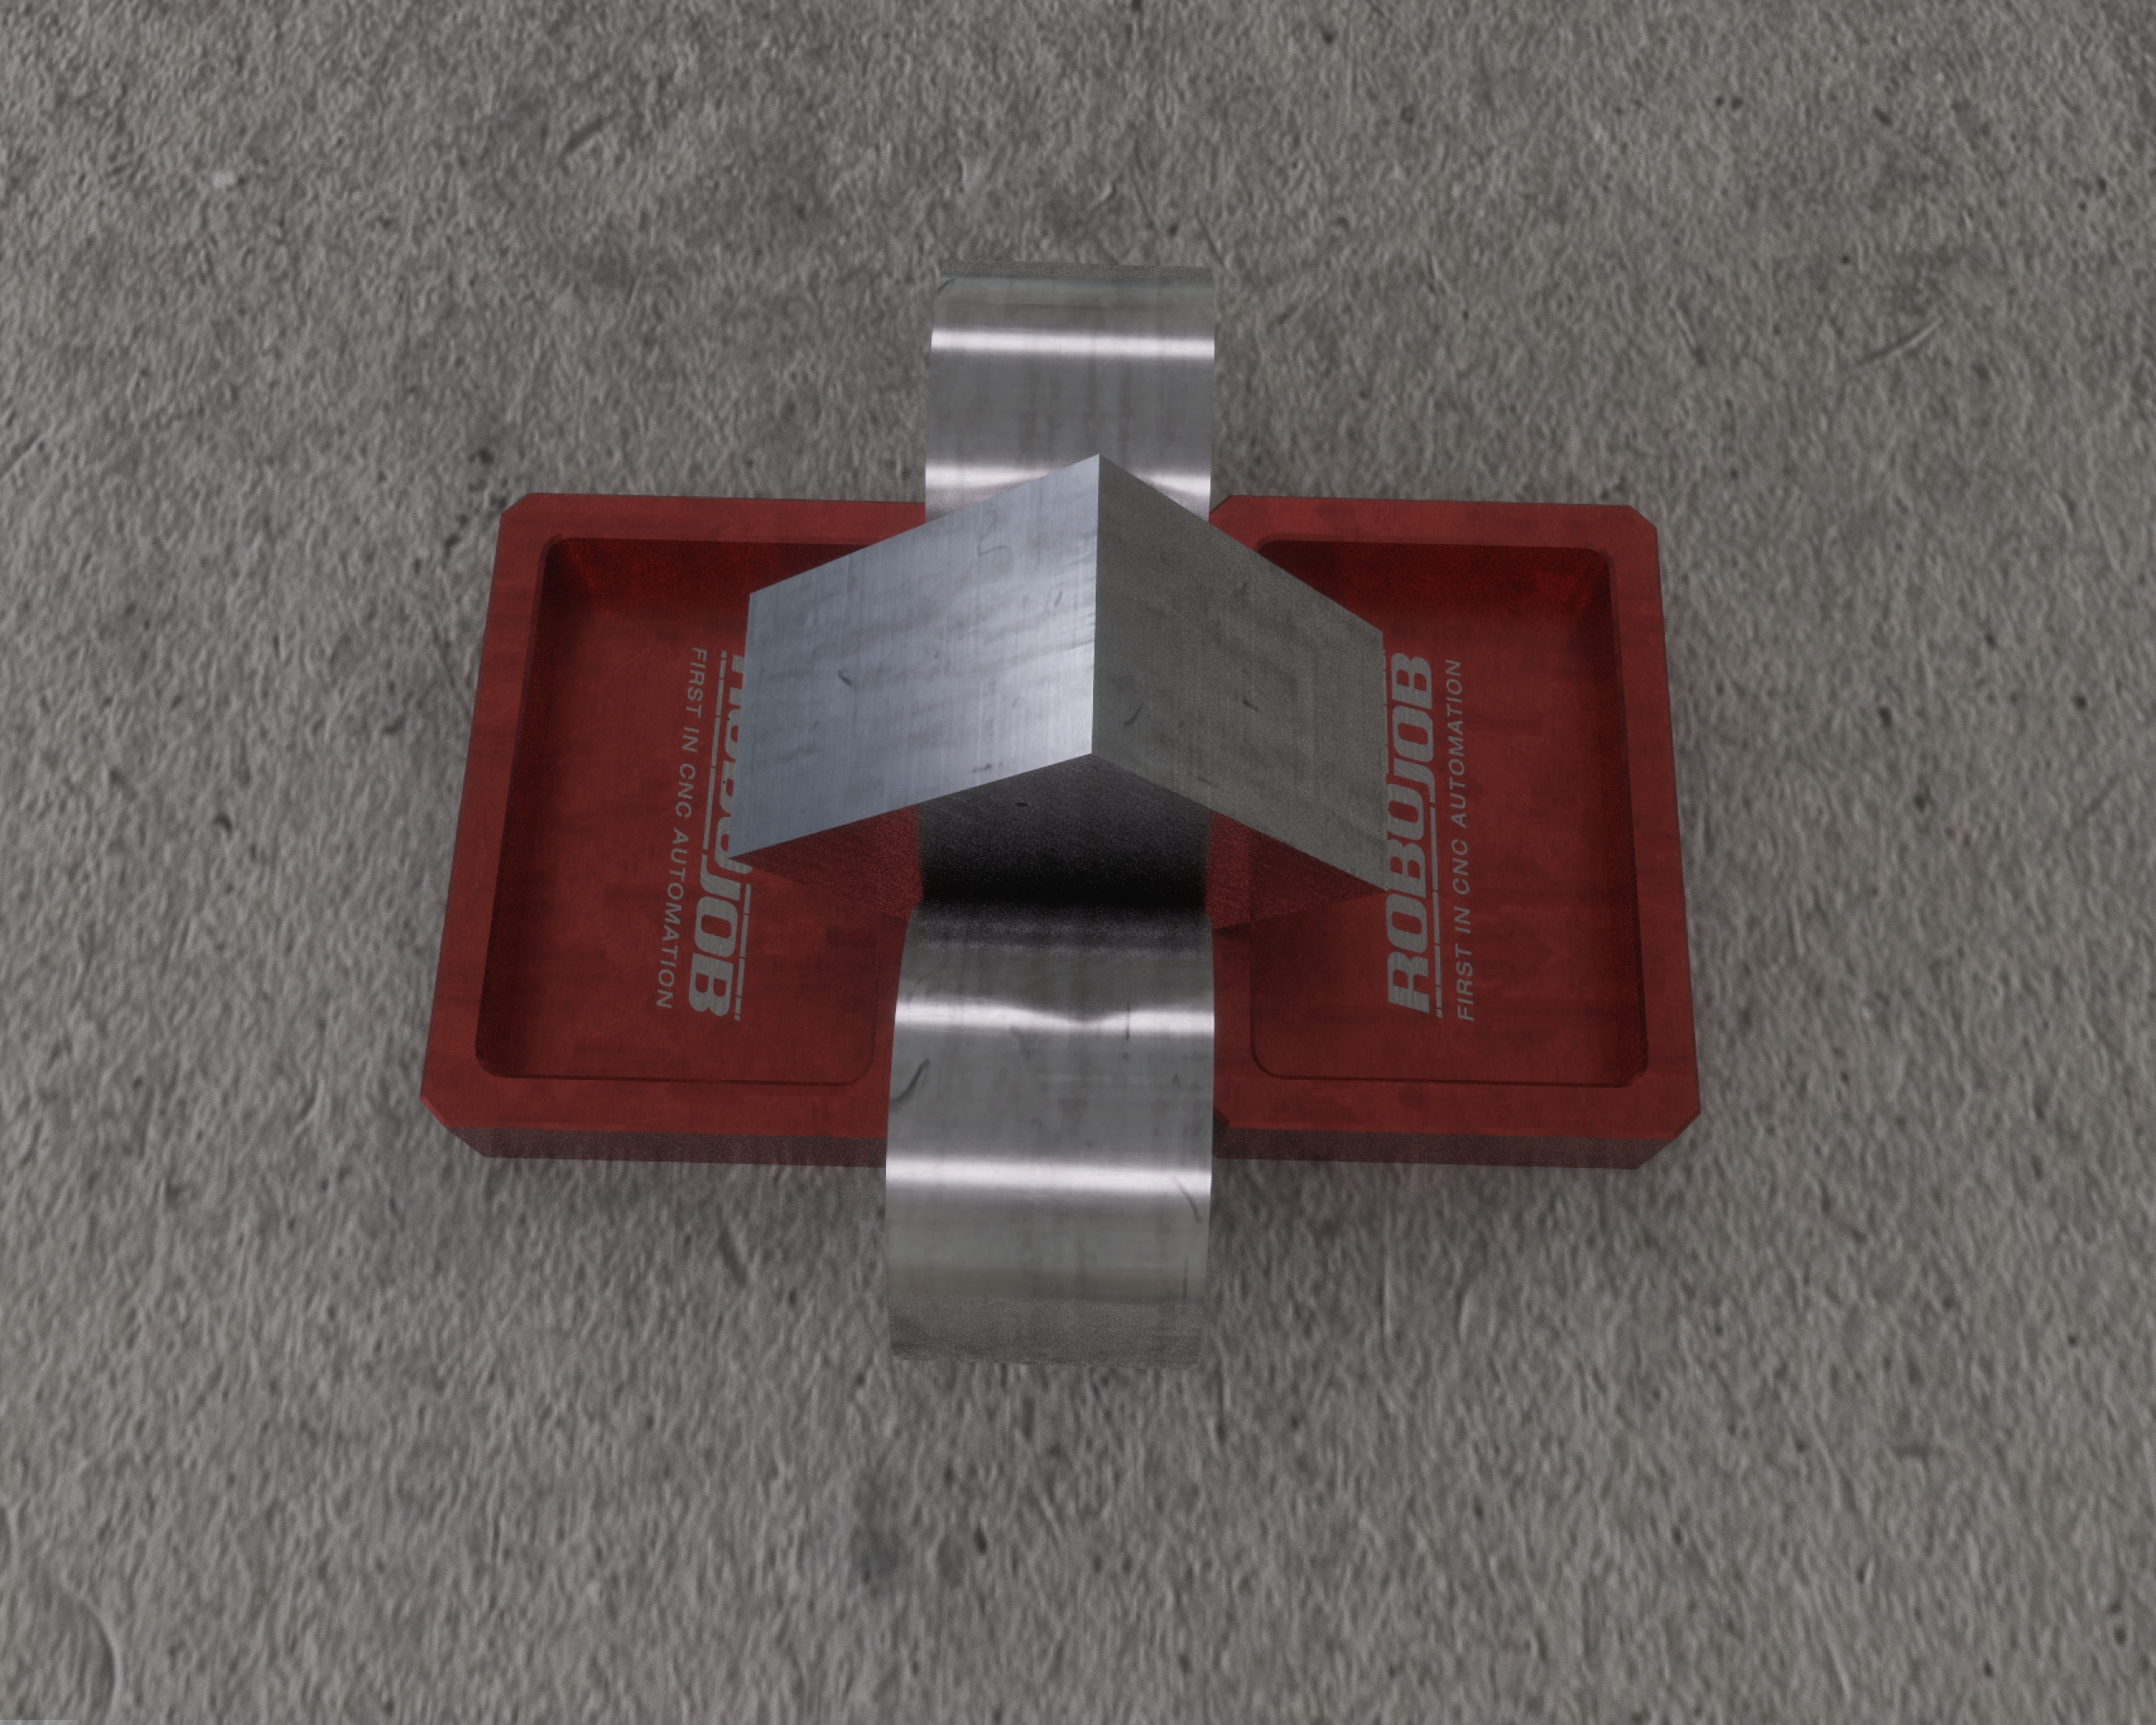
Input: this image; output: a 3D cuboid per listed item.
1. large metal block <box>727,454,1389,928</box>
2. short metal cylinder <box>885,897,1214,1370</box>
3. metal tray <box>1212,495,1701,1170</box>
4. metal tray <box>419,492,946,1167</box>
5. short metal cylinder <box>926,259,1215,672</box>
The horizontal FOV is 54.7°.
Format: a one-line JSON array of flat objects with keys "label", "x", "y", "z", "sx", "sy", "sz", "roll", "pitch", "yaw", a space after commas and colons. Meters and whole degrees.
[{"label": "large metal block", "x": -0.002, "y": -0.021, "z": 0.366, "sx": 0.080, "sy": 0.080, "sz": 0.050, "roll": -14, "pitch": 65, "yaw": 38}, {"label": "short metal cylinder", "x": -0.004, "y": 0.047, "z": 0.363, "sx": 0.050, "sy": 0.080, "sz": 0.080, "roll": 2, "pitch": 70, "yaw": 1}, {"label": "metal tray", "x": 0.069, "y": -0.007, "z": 0.410, "sx": 0.091, "sy": 0.030, "sz": 0.130, "roll": 2, "pitch": 70, "yaw": 0}, {"label": "metal tray", "x": -0.072, "y": -0.008, "z": 0.409, "sx": 0.091, "sy": 0.030, "sz": 0.130, "roll": 2, "pitch": 70, "yaw": 0}, {"label": "short metal cylinder", "x": -0.001, "y": -0.076, "z": 0.408, "sx": 0.050, "sy": 0.080, "sz": 0.080, "roll": 2, "pitch": 70, "yaw": 1}]
